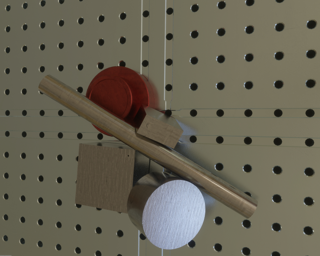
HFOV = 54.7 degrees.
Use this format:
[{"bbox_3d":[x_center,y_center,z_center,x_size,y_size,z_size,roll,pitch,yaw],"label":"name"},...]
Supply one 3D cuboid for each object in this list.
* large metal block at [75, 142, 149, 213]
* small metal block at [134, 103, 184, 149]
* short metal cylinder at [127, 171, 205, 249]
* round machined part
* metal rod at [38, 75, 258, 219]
[{"bbox_3d":[-0.063,0.063,0.418,0.080,0.050,0.079,5,92,19],"label":"large metal block"},{"bbox_3d":[-0.003,-0.003,0.389,0.050,0.050,0.025,24,103,-17],"label":"small metal block"},{"bbox_3d":[0.007,0.097,0.373,0.081,0.050,0.079,-2,94,-25],"label":"short metal cylinder"},{"bbox_3d":[-0.061,-0.036,0.424,0.098,0.042,0.097,0,90,19],"label":"round machined part"},{"bbox_3d":[-0.017,0.021,0.383,0.301,0.025,0.025,31,100,4],"label":"metal rod"}]
